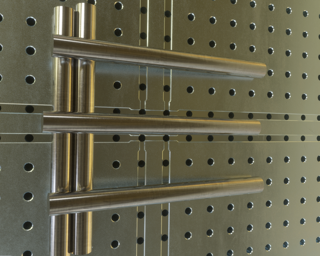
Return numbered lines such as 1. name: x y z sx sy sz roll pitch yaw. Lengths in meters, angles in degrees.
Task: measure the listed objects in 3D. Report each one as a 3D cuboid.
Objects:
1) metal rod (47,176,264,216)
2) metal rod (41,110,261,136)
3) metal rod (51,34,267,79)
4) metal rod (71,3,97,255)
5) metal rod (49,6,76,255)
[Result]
1. metal rod: 0.014 0.085 0.404 0.303 0.025 0.025 1 90 -26
2. metal rod: 0.009 -0.004 0.401 0.303 0.025 0.025 1 90 -26
3. metal rod: 0.018 -0.089 0.405 0.303 0.025 0.025 1 90 -26
4. metal rod: -0.093 0.001 0.378 0.025 0.025 0.298 1 90 -20
5. metal rod: -0.117 0.008 0.369 0.025 0.025 0.298 1 90 -20
